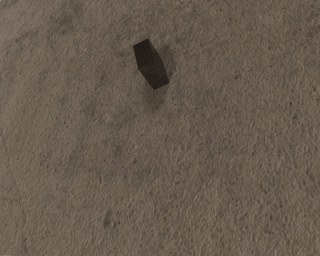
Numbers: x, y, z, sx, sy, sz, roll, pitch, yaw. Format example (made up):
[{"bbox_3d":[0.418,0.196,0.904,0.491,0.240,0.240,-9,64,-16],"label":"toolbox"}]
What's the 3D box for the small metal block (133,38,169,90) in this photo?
[{"bbox_3d":[-0.013,-0.092,0.450,0.025,0.050,0.050,-24,53,14],"label":"small metal block"}]
